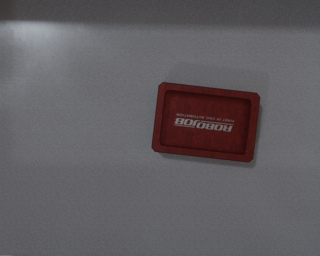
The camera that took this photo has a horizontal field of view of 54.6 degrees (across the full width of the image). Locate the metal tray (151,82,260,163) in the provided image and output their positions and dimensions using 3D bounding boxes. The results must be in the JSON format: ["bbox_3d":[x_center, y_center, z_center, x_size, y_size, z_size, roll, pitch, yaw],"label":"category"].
[{"bbox_3d":[0.059,-0.007,0.409,0.131,0.030,0.090,7,90,0],"label":"metal tray"}]
